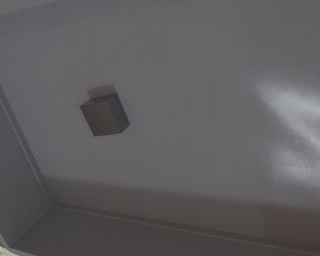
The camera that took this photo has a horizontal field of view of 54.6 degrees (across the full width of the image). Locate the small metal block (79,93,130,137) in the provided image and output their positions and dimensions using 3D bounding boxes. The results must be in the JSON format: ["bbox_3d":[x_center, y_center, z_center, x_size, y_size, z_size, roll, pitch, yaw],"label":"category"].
[{"bbox_3d":[-0.078,-0.018,0.440,0.050,0.025,0.050,-7,115,31],"label":"small metal block"}]
